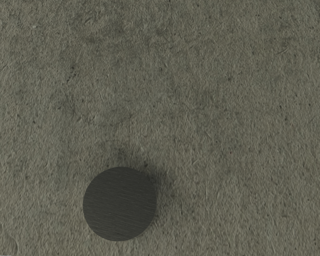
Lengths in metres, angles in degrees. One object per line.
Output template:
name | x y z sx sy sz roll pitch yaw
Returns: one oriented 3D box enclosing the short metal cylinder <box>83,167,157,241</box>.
short metal cylinder | -0.044 0.090 0.362 0.080 0.050 0.080 0 70 0
